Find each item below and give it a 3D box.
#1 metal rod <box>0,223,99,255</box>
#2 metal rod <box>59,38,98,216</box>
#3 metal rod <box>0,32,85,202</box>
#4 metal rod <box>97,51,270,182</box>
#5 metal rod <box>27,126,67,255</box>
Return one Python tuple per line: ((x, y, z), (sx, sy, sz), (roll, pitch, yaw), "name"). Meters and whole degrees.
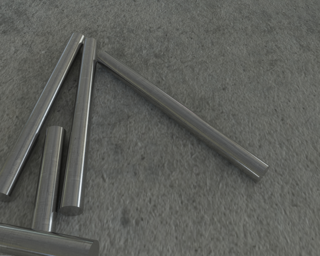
((-0.204, 0.096, 0.298), (0.301, 0.025, 0.025), (5, 50, 12), "metal rod")
((-0.105, -0.027, 0.424), (0.025, 0.025, 0.300), (-3, 50, -3), "metal rod")
((-0.157, -0.039, 0.433), (0.025, 0.025, 0.300), (5, 50, 4), "metal rod")
((0.015, -0.029, 0.427), (0.025, 0.025, 0.300), (-37, 59, -27), "metal rod")
((-0.117, 0.119, 0.301), (0.025, 0.025, 0.300), (-5, 50, -4), "metal rod")
